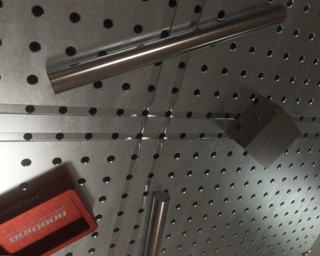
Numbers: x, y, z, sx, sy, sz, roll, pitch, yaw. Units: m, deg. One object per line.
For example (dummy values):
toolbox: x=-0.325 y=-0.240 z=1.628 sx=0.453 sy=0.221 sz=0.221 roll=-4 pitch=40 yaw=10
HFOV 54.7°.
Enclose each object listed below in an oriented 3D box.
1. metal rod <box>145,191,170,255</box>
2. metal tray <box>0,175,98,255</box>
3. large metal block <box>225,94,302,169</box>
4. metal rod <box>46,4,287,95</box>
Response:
metal rod: x=-0.017 y=0.237 z=0.550 sx=0.025 sy=0.025 sz=0.298 roll=-6 pitch=121 yaw=-26
metal tray: x=-0.158 y=0.127 z=0.400 sx=0.131 sy=0.030 sz=0.090 roll=-26 pitch=128 yaw=-12
large metal block: x=0.164 y=0.007 z=0.492 sx=0.080 sy=0.050 sz=0.080 roll=-49 pitch=129 yaw=6
metal rod: x=0.022 y=-0.098 z=0.363 sx=0.302 sy=0.025 sz=0.025 roll=-21 pitch=127 yaw=-16
